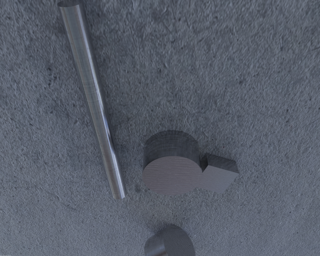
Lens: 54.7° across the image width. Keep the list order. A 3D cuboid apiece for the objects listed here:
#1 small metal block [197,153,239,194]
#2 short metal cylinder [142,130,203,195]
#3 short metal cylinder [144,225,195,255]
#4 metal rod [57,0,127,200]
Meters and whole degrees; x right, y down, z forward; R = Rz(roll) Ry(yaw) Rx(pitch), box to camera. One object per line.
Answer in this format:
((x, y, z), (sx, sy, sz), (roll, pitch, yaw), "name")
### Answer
((0.082, 0.069, 0.466), (0.050, 0.025, 0.050), (17, 128, -14), "small metal block")
((0.016, 0.049, 0.433), (0.081, 0.050, 0.079), (0, 130, 0), "short metal cylinder")
((0.018, 0.226, 0.563), (0.080, 0.080, 0.050), (35, 122, -26), "short metal cylinder")
((-0.076, -0.009, 0.398), (0.025, 0.025, 0.298), (-3, 130, 3), "metal rod")
